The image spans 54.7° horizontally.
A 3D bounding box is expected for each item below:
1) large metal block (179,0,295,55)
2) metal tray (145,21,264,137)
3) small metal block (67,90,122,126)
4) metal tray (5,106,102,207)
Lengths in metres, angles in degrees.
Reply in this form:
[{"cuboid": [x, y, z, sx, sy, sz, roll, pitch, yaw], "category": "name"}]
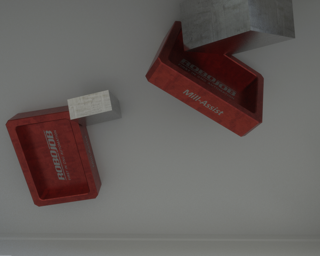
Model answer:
[{"cuboid": [0.079, -0.111, 0.319, 0.081, 0.080, 0.050, -8, 93, -40], "category": "large metal block"}, {"cuboid": [0.057, -0.058, 0.354, 0.131, 0.090, 0.030, 30, 136, -11], "category": "metal tray"}, {"cuboid": [-0.079, -0.023, 0.385, 0.050, 0.050, 0.025, -13, 80, 4], "category": "small metal block"}, {"cuboid": [-0.140, 0.039, 0.421, 0.091, 0.030, 0.129, -9, 110, 3], "category": "metal tray"}]
